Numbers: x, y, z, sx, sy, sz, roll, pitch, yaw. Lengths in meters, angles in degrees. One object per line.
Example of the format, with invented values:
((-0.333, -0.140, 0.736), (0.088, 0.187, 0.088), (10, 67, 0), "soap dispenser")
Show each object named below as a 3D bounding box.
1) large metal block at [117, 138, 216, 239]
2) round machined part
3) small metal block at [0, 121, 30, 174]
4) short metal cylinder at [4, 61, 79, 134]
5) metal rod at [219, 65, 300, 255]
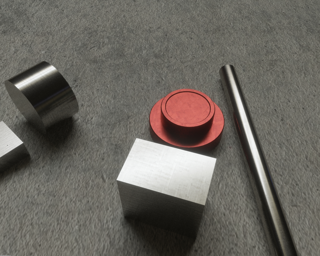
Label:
((0.007, 0.063, 0.315), (0.080, 0.080, 0.050), (14, 52, 11), "large metal block")
((0.035, -0.014, 0.404), (0.099, 0.042, 0.098), (0, 50, 0), "round machined part")
((-0.199, 0.026, 0.379), (0.050, 0.025, 0.050), (36, 59, 26), "small metal block")
((-0.151, -0.038, 0.398), (0.080, 0.080, 0.050), (35, 58, 25), "short metal cylinder")
((0.113, 0.026, 0.382), (0.025, 0.025, 0.300), (-3, 50, -3), "metal rod")
